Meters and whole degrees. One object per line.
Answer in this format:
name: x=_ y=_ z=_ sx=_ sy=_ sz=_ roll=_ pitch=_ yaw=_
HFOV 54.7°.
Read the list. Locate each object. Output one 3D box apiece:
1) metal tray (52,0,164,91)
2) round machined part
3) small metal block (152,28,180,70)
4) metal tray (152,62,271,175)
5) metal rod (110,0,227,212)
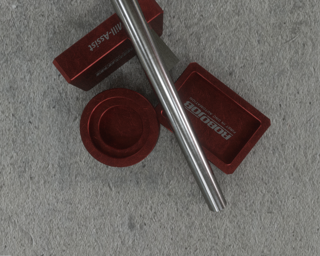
metal tray: x=-0.057 y=-0.099 z=0.377 sx=0.130 sy=0.090 sz=0.030 roll=-37 pitch=90 yaw=0
round machined part: x=-0.048 y=-0.001 z=0.398 sx=0.099 sy=0.042 sz=0.097 roll=0 pitch=93 yaw=5
small metal block: x=-0.005 y=-0.096 z=0.394 sx=0.025 sy=0.050 sz=0.050 roll=-43 pitch=105 yaw=2
metal tray: x=0.066 y=-0.012 z=0.409 sx=0.130 sy=0.030 sz=0.090 roll=38 pitch=90 yaw=-1
metal rod: x=0.016 y=-0.021 z=0.358 sx=0.025 sy=0.025 sz=0.299 roll=-26 pitch=112 yaw=0
